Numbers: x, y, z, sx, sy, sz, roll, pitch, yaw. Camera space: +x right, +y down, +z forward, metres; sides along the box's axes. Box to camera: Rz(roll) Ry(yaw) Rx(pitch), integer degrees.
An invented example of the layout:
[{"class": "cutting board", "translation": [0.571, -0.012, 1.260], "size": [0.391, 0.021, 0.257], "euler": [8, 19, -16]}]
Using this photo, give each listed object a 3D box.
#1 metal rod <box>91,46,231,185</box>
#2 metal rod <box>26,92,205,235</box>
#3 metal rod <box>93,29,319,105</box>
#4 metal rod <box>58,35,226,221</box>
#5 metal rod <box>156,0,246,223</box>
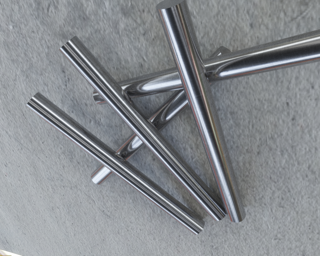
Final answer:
[{"class": "metal rod", "translation": [-0.015, 0.003, 0.415], "size": [0.025, 0.025, 0.299], "euler": [45, 129, -4]}, {"class": "metal rod", "translation": [-0.054, 0.056, 0.436], "size": [0.300, 0.025, 0.025], "euler": [40, 130, -12]}, {"class": "metal rod", "translation": [0.033, -0.056, 0.324], "size": [0.300, 0.025, 0.025], "euler": [-6, 116, 40]}, {"class": "metal rod", "translation": [-0.008, 0.014, 0.387], "size": [0.025, 0.025, 0.300], "euler": [-26, 115, 37]}, {"class": "metal rod", "translation": [0.057, 0.009, 0.336], "size": [0.025, 0.025, 0.299], "euler": [-1, 132, 28]}]
